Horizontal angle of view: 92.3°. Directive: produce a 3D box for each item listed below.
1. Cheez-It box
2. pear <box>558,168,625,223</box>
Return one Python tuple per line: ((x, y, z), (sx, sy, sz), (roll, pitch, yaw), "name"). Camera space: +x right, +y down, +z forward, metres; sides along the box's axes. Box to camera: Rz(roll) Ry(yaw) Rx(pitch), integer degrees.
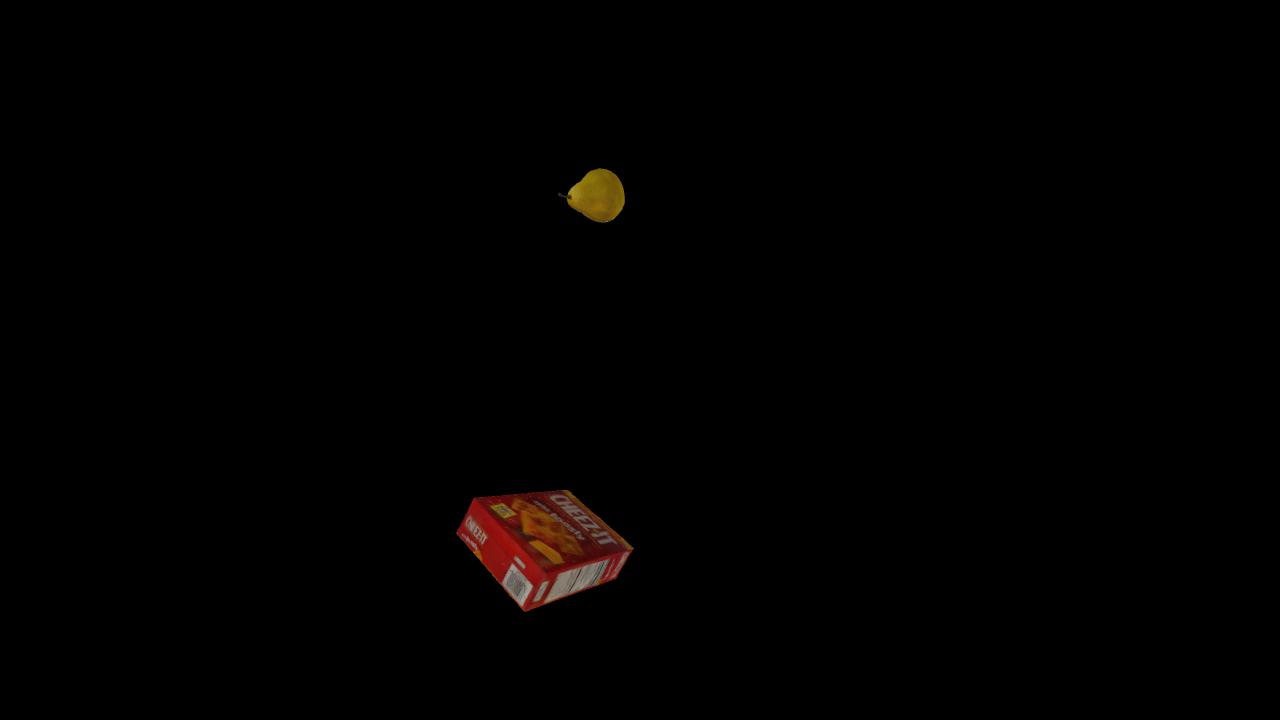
((-0.136, 0.274, 0.926), (0.166, 0.071, 0.223), (35, 11, 30), "Cheez-It box")
((-0.075, -0.243, 0.928), (0.080, 0.080, 0.111), (0, 23, 43), "pear")
